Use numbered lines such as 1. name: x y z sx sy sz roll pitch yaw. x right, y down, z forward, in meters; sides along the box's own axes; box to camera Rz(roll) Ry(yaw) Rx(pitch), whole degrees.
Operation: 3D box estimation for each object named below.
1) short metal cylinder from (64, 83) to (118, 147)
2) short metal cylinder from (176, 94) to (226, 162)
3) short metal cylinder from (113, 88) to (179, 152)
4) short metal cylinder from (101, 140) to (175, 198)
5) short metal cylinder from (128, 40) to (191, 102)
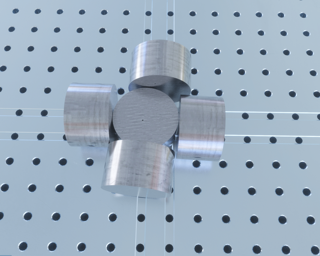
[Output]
1. short metal cylinder: -0.083 -0.016 0.387 0.050 0.080 0.080 2 70 0
2. short metal cylinder: 0.048 0.000 0.383 0.050 0.080 0.080 4 70 1
3. short metal cylinder: -0.018 -0.005 0.400 0.081 0.050 0.080 1 70 -1
4. short metal cylinder: -0.025 0.050 0.363 0.080 0.080 0.050 6 70 2
5. short metal cylinder: 0.001 -0.071 0.408 0.080 0.080 0.050 3 70 1
